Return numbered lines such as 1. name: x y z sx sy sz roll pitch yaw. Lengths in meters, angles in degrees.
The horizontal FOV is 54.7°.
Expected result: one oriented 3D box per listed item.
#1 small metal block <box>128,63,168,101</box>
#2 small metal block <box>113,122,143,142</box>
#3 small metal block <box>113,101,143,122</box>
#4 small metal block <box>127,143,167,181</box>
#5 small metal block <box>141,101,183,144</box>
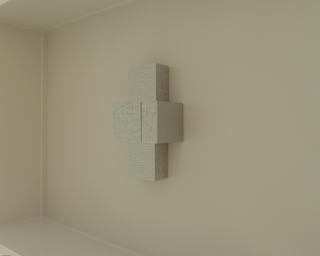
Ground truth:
1. small metal block: -0.016 -0.058 0.418 0.050 0.025 0.050 0 90 40
2. small metal block: -0.026 0.005 0.410 0.050 0.050 0.025 0 90 40
3. small metal block: -0.026 -0.020 0.410 0.050 0.050 0.025 0 90 40
4. small metal block: -0.018 0.043 0.419 0.050 0.025 0.050 0 90 40
5. small metal block: 0.003 -0.007 0.386 0.025 0.050 0.050 0 90 40
